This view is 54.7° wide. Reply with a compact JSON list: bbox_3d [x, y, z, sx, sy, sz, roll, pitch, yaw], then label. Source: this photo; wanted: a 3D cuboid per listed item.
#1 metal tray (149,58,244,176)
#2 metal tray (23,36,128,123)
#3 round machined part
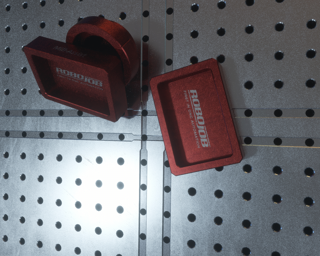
[{"bbox_3d":[0.046,-0.012,0.393,0.090,0.030,0.129,-15,85,19],"label":"metal tray"},{"bbox_3d":[-0.111,-0.065,0.418,0.130,0.030,0.089,19,141,18],"label":"metal tray"},{"bbox_3d":[-0.070,-0.102,0.409,0.098,0.042,0.097,20,141,17],"label":"round machined part"}]
